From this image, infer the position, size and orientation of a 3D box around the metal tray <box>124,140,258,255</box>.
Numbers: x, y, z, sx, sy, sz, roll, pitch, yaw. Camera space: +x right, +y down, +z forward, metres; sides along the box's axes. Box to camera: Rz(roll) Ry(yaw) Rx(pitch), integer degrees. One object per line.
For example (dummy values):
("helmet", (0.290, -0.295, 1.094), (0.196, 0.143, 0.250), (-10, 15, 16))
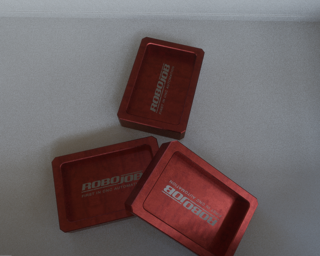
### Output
("metal tray", (0.038, 0.086, 0.350), (0.130, 0.030, 0.090), (36, 72, -12))

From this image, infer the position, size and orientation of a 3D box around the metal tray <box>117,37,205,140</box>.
("metal tray", (0.004, -0.056, 0.427), (0.090, 0.030, 0.130), (14, 70, 4))

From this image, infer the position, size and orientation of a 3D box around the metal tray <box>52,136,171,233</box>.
("metal tray", (-0.058, 0.068, 0.381), (0.131, 0.030, 0.090), (-12, 71, -5))
